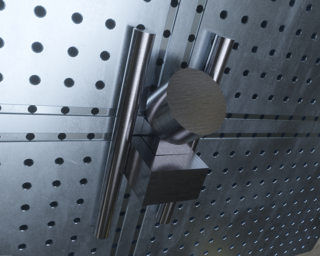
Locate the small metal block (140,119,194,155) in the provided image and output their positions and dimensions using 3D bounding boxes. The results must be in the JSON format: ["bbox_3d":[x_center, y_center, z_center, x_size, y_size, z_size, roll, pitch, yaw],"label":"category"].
[{"bbox_3d":[0.009,0.011,0.406,0.050,0.050,0.025,1,118,-30],"label":"small metal block"}]

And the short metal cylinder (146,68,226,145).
[{"bbox_3d":[0.031,-0.024,0.369,0.081,0.050,0.080,9,70,-27],"label":"short metal cylinder"}]

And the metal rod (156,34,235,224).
[{"bbox_3d":[0.044,0.017,0.446,0.025,0.025,0.298,2,118,-29],"label":"metal rod"}]

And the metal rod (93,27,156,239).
[{"bbox_3d":[-0.052,0.025,0.398,0.025,0.025,0.298,1,118,-29],"label":"metal rod"}]

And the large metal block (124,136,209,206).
[{"bbox_3d":[0.003,0.052,0.406,0.081,0.080,0.050,1,118,-29],"label":"large metal block"}]
